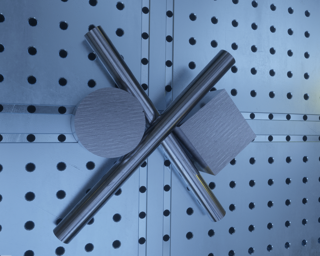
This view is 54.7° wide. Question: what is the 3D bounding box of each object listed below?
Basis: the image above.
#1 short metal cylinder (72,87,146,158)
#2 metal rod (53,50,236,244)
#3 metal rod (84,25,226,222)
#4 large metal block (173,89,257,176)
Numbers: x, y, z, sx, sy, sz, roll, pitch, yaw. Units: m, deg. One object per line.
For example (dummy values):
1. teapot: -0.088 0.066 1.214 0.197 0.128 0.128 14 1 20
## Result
1. short metal cylinder: -0.063 -0.006 0.372 0.081 0.050 0.079 0 90 -20
2. metal rod: -0.015 0.019 0.381 0.025 0.025 0.300 44 84 -15
3. metal rod: 0.000 0.003 0.408 0.025 0.025 0.299 -38 102 -16
4. large metal block: 0.068 0.005 0.420 0.080 0.050 0.080 -40 103 -16
